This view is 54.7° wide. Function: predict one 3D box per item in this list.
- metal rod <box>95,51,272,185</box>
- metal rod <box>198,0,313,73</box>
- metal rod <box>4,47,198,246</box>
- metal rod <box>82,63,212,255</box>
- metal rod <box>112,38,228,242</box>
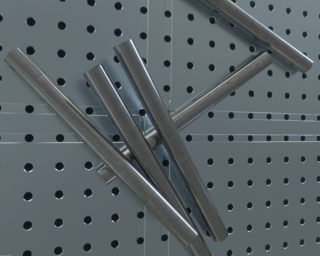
[{"bbox_3d":[0.044,-0.023,0.430,0.301,0.025,0.025,-36,102,-17],"label":"metal rod"},{"bbox_3d":[0.111,-0.166,0.454,0.301,0.025,0.025,27,81,-18],"label":"metal rod"},{"bbox_3d":[-0.065,0.026,0.366,0.025,0.025,0.300,-44,96,-15],"label":"metal rod"},{"bbox_3d":[-0.006,0.059,0.388,0.025,0.025,0.299,-35,110,-17],"label":"metal rod"},{"bbox_3d":[0.022,0.030,0.398,0.025,0.025,0.299,-33,110,-17],"label":"metal rod"}]
